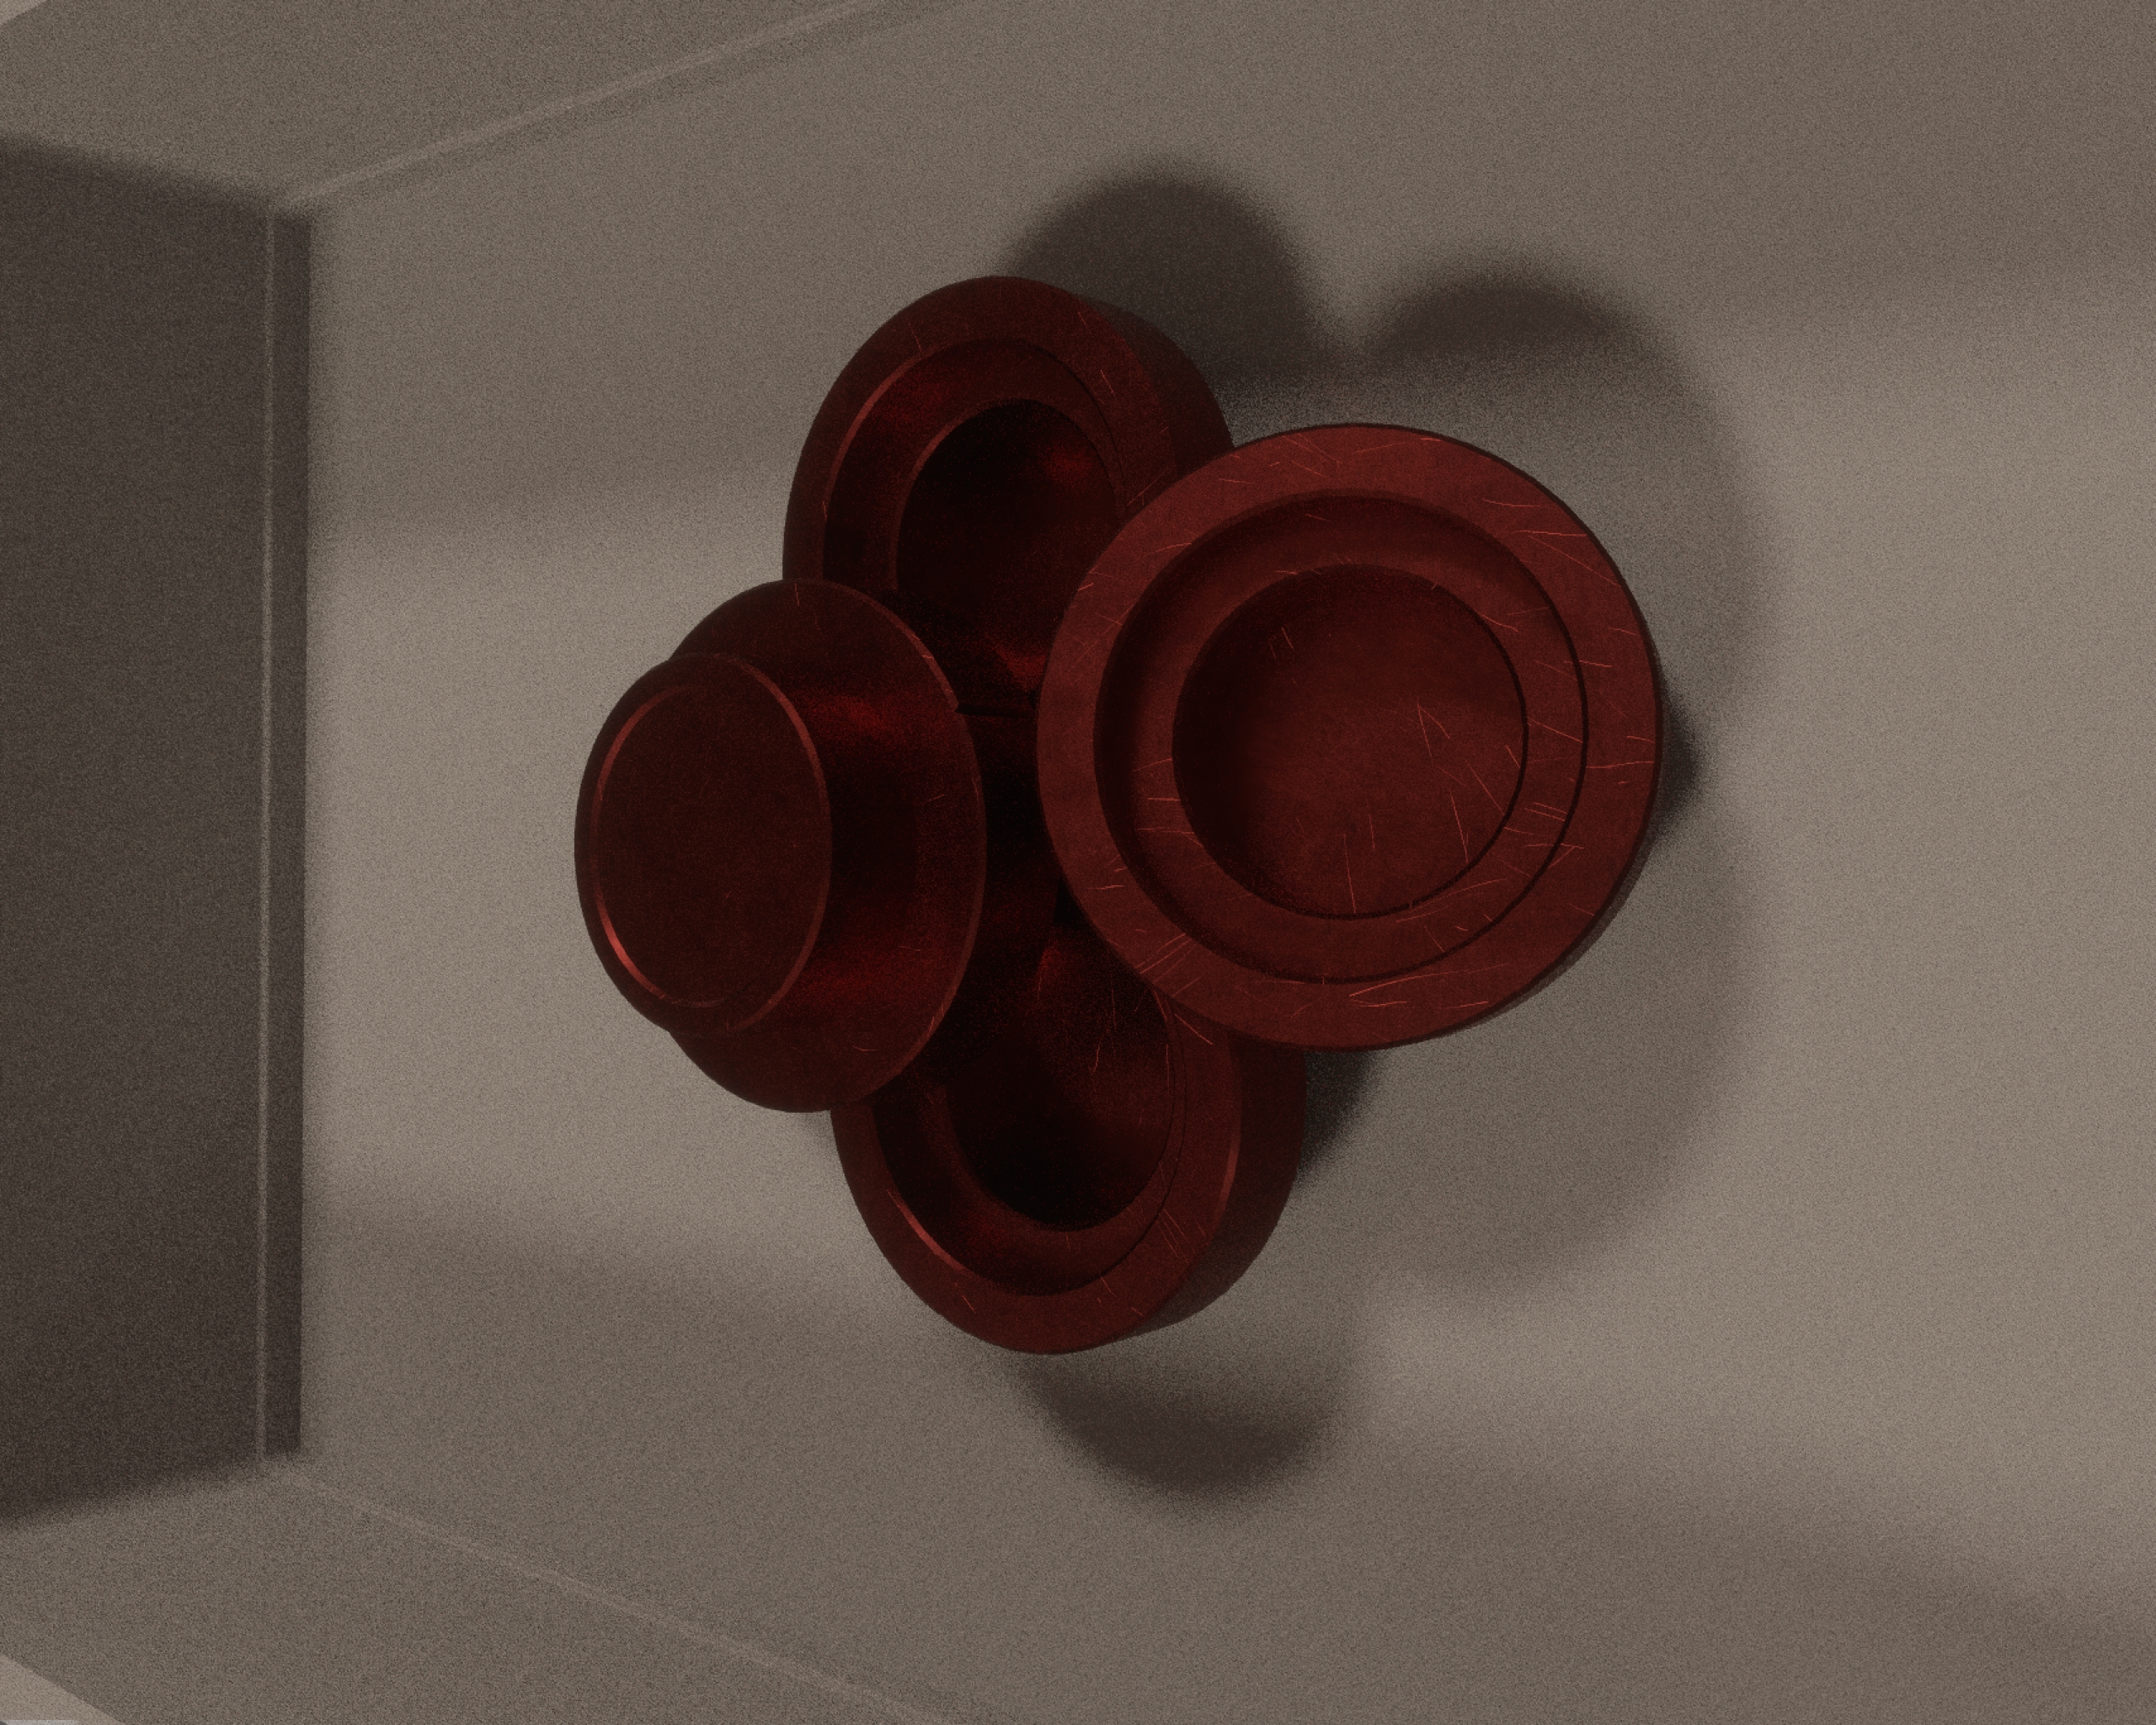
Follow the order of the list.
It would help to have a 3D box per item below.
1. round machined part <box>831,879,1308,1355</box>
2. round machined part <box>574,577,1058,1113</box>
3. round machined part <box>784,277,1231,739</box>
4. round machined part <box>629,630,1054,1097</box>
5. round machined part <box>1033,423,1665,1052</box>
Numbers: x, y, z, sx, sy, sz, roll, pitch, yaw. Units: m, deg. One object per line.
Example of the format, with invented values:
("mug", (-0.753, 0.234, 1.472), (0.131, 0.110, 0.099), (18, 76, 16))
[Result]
("round machined part", (0.002, 0.039, 0.390), (0.098, 0.042, 0.097), (0, 90, 39))
("round machined part", (-0.054, -0.003, 0.379), (0.098, 0.042, 0.097), (0, 90, 39))
("round machined part", (-0.008, -0.058, 0.398), (0.098, 0.042, 0.097), (0, 90, 39))
("round machined part", (-0.056, 0.000, 0.435), (0.098, 0.042, 0.097), (0, 90, 39))
("round machined part", (0.046, -0.019, 0.340), (0.098, 0.042, 0.097), (-1, 87, 19))
